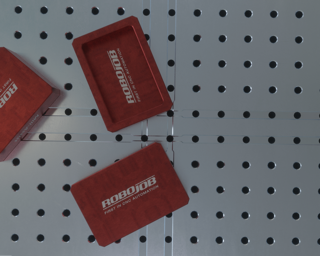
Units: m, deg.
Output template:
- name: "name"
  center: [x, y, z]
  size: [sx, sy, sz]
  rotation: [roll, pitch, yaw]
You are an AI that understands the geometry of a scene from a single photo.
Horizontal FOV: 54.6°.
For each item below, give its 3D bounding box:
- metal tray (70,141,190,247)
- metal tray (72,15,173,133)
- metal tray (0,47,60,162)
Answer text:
- name: "metal tray"
  center: [-0.039, 0.085, 0.411]
  size: [0.130, 0.030, 0.090]
  rotation: [-27, 90, 0]
- name: "metal tray"
  center: [-0.048, -0.069, 0.410]
  size: [0.090, 0.030, 0.130]
  rotation: [-22, 90, 0]
- name: "metal tray"
  center: [-0.211, -0.029, 0.410]
  size: [0.090, 0.030, 0.130]
  rotation: [40, 90, 0]
